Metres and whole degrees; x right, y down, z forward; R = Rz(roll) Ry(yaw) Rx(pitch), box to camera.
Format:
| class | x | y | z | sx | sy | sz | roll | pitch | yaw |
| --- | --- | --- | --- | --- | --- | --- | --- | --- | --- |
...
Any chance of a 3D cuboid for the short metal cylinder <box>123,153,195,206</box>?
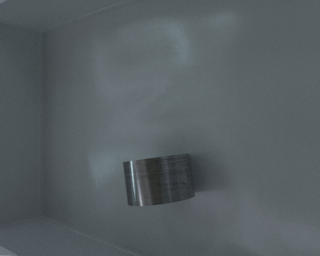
| class | x | y | z | sx | sy | sz | roll | pitch | yaw |
| --- | --- | --- | --- | --- | --- | --- | --- | --- | --- |
| short metal cylinder | -0.001 | 0.060 | 0.370 | 0.080 | 0.081 | 0.050 | -12 | 82 | 39 |
